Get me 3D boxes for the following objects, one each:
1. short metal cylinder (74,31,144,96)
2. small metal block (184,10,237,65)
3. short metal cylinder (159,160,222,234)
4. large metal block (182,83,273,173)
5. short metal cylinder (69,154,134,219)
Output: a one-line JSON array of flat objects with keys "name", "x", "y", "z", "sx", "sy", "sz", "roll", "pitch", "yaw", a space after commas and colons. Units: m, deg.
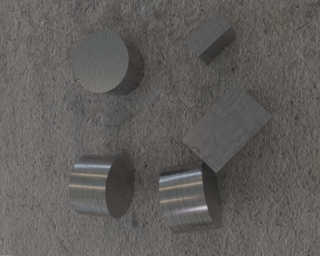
[{"name": "short metal cylinder", "x": -0.068, "y": -0.085, "z": 0.420, "sx": 0.080, "sy": 0.050, "sz": 0.080, "roll": 0, "pitch": 90, "yaw": 20}, {"name": "small metal block", "x": 0.062, "y": -0.107, "z": 0.374, "sx": 0.050, "sy": 0.050, "sz": 0.025, "roll": -42, "pitch": 77, "yaw": 15}, {"name": "short metal cylinder", "x": 0.038, "y": 0.081, "z": 0.366, "sx": 0.050, "sy": 0.080, "sz": 0.080, "roll": -14, "pitch": 85, "yaw": 19}, {"name": "large metal block", "x": 0.080, "y": 0.000, "z": 0.352, "sx": 0.050, "sy": 0.080, "sz": 0.080, "roll": 45, "pitch": 104, "yaw": 14}, {"name": "short metal cylinder", "x": -0.073, "y": 0.075, "z": 0.406, "sx": 0.050, "sy": 0.080, "sz": 0.080, "roll": 0, "pitch": 90, "yaw": 20}]
